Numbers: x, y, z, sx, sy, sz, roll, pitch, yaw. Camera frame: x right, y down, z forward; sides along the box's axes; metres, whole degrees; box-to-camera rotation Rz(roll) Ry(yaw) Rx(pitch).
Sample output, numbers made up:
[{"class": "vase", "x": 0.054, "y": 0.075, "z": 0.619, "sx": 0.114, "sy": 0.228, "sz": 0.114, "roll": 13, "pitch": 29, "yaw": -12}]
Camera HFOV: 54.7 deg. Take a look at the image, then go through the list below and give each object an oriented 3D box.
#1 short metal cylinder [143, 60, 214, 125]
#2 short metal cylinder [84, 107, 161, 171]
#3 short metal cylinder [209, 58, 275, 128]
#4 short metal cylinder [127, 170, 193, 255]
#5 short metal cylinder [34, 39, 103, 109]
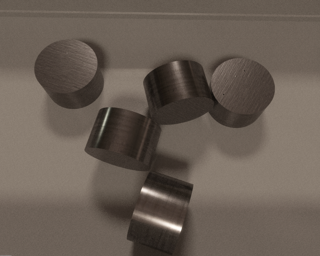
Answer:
[{"class": "short metal cylinder", "x": 0.023, "y": -0.043, "z": 0.396, "sx": 0.081, "sy": 0.080, "sz": 0.050, "roll": -12, "pitch": 71, "yaw": -5}, {"class": "short metal cylinder", "x": -0.044, "y": 0.015, "z": 0.374, "sx": 0.080, "sy": 0.080, "sz": 0.050, "roll": 14, "pitch": 71, "yaw": 5}, {"class": "short metal cylinder", "x": 0.105, "y": -0.046, "z": 0.414, "sx": 0.081, "sy": 0.050, "sz": 0.080, "roll": 0, "pitch": 70, "yaw": 0}, {"class": "short metal cylinder", "x": 0.001, "y": 0.093, "z": 0.346, "sx": 0.050, "sy": 0.080, "sz": 0.080, "roll": 18, "pitch": 71, "yaw": 6}, {"class": "short metal cylinder", "x": -0.121, "y": -0.072, "z": 0.421, "sx": 0.081, "sy": 0.050, "sz": 0.080, "roll": 0, "pitch": 70, "yaw": 0}]
